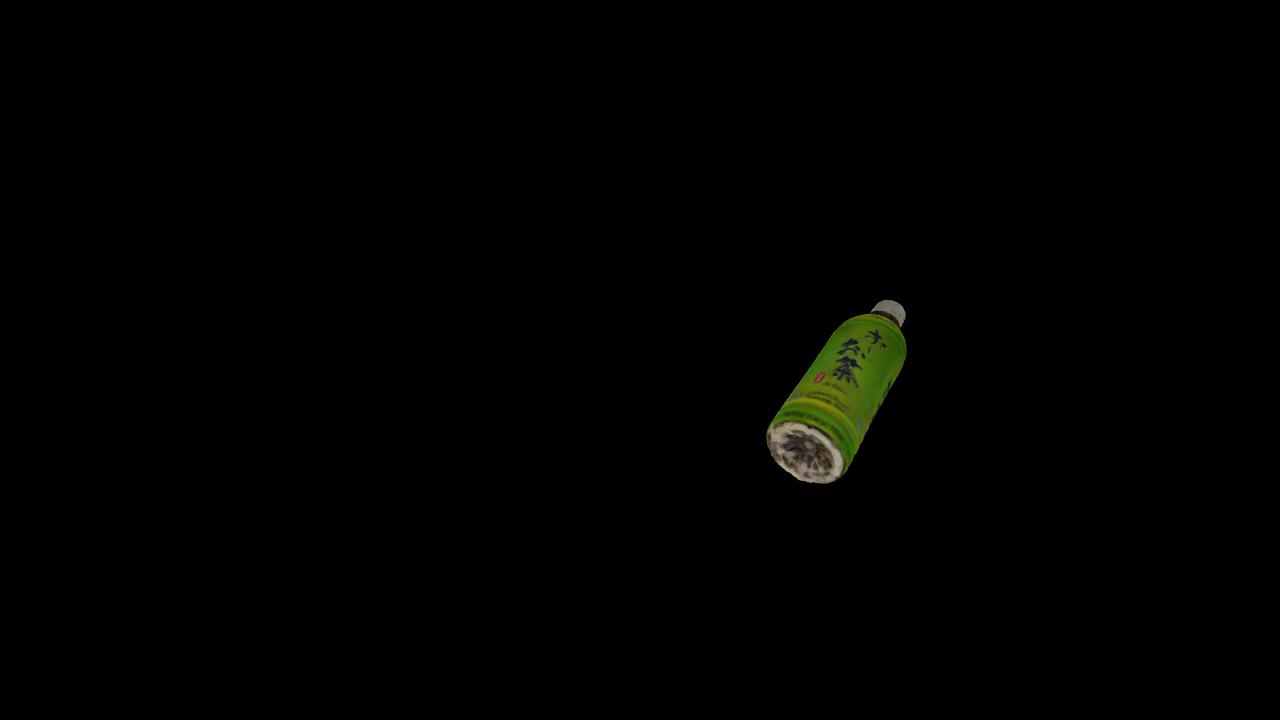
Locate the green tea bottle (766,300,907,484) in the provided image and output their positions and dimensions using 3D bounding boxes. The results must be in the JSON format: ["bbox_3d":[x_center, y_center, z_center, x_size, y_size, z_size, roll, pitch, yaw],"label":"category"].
[{"bbox_3d":[0.186,0.014,0.545,0.073,0.073,0.212,0,37,42],"label":"green tea bottle"}]
